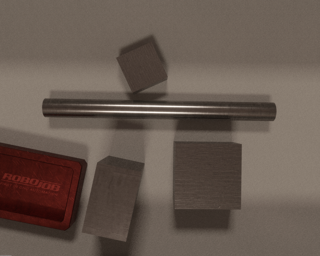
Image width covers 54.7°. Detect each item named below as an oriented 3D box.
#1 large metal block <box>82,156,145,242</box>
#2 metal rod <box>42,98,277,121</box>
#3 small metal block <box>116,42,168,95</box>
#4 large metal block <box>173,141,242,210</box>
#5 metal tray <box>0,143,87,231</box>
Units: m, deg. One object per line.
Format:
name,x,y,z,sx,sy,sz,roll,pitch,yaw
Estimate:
large metal block,-0.054,0.082,0.383,0.050,0.080,0.080,12,90,0
metal rod,0.000,-0.024,0.411,0.302,0.025,0.025,1,90,-1
small metal block,-0.023,-0.078,0.411,0.050,0.025,0.050,-25,90,-1
large metal block,0.058,0.059,0.400,0.081,0.050,0.079,1,90,-1
metal tray,-0.171,0.075,0.406,0.131,0.030,0.089,12,90,-1
